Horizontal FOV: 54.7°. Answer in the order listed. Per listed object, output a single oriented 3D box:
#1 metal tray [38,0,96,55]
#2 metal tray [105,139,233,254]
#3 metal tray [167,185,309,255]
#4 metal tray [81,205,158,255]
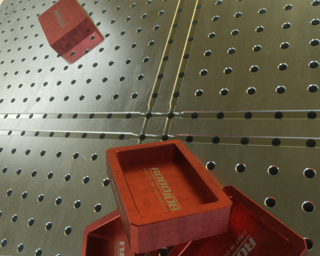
[{"bbox_3d":[-0.195,-0.216,0.637,0.090,0.030,0.130,-36,51,3],"label":"metal tray"},{"bbox_3d":[0.001,0.058,0.311,0.091,0.030,0.130,-7,26,-17],"label":"metal tray"},{"bbox_3d":[0.061,0.131,0.291,0.130,0.030,0.090,-48,52,-6],"label":"metal tray"},{"bbox_3d":[-0.043,0.150,0.306,0.090,0.030,0.130,-35,42,31],"label":"metal tray"}]
